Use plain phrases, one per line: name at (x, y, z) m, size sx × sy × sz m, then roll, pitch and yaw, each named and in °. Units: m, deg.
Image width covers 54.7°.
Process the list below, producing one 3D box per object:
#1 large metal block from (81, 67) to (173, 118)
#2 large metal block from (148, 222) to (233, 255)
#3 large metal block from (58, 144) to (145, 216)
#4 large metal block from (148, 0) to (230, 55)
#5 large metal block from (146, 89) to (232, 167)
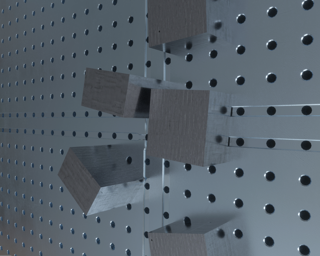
large metal block at (-0.043, -0.045, 0.407) m, size 0.080 × 0.081 × 0.050 m, roll 16°, pitch 100°, yaw 38°
large metal block at (0.038, 0.157, 0.361) m, size 0.080 × 0.050 × 0.080 m, roll -14°, pitch 81°, yaw 38°
large metal block at (-0.083, 0.069, 0.440) m, size 0.080 × 0.081 × 0.050 m, roll 43°, pitch 116°, yaw 31°
large metal block at (0.032, -0.137, 0.365) m, size 0.080 × 0.050 × 0.079 m, roll -2°, pitch 89°, yaw 39°
large metal block at (0.033, -0.003, 0.364) m, size 0.080 × 0.050 × 0.079 m, roll 7°, pitch 95°, yaw 39°
